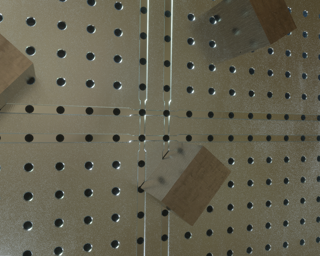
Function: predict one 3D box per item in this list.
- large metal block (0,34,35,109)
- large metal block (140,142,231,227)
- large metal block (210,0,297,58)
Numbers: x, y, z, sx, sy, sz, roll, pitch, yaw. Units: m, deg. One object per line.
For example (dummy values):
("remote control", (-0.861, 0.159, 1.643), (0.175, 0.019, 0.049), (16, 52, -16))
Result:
("large metal block", (-0.178, -0.050, 0.318), (0.050, 0.080, 0.080), (44, 76, -15))
("large metal block", (0.030, 0.067, 0.396), (0.050, 0.080, 0.080), (43, 77, -16))
("large metal block", (0.127, -0.153, 0.432), (0.050, 0.080, 0.080), (-34, 101, -17))
